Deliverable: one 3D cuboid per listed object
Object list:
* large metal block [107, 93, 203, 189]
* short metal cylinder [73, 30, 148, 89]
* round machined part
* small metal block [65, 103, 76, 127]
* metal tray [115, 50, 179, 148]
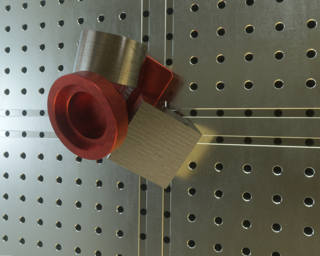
[{"bbox_3d":[-0.008,0.015,0.382,0.080,0.050,0.080,30,101,-14],"label":"large metal block"},{"bbox_3d":[-0.059,-0.080,0.371,0.080,0.080,0.050,14,95,19],"label":"short metal cylinder"},{"bbox_3d":[-0.076,-0.017,0.350,0.098,0.042,0.097,12,116,27],"label":"round machined part"},{"bbox_3d":[-0.105,-0.027,0.402,0.025,0.050,0.050,20,97,18],"label":"small metal block"},{"bbox_3d":[-0.046,-0.040,0.426,0.090,0.030,0.129,36,101,16],"label":"metal tray"}]
